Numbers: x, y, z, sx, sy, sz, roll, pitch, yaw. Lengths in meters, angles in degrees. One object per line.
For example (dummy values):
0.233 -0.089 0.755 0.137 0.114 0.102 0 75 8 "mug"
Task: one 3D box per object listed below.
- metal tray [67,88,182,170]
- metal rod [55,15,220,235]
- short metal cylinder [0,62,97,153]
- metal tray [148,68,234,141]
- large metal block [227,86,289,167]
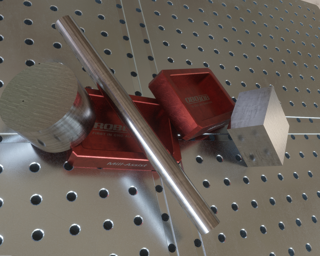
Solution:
-0.043 0.003 0.379 0.131 0.030 0.090 6 59 -25 "metal tray"
-0.032 -0.011 0.359 0.025 0.025 0.299 -28 77 -37 "metal rod"
-0.113 -0.021 0.321 0.080 0.050 0.080 -4 63 9 "short metal cylinder"
0.054 -0.039 0.433 0.131 0.030 0.090 -16 70 -52 "metal tray"
0.145 -0.001 0.448 0.080 0.050 0.080 55 45 -30 "large metal block"
